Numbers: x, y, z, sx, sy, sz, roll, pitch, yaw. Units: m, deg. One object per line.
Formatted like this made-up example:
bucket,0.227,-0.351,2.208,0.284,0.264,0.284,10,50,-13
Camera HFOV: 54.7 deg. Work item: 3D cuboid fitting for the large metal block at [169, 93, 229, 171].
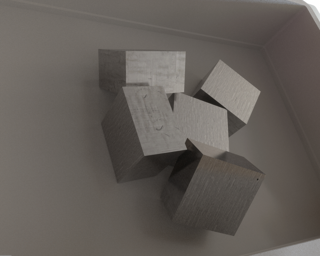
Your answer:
large metal block,0.042,0.008,0.408,0.081,0.050,0.080,18,55,-19

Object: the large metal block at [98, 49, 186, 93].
large metal block,-0.025,-0.073,0.394,0.081,0.080,0.050,-8,108,-31

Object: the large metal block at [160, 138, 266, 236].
large metal block,0.058,0.067,0.352,0.081,0.080,0.050,19,12,-19

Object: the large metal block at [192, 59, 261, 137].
large metal block,0.094,-0.043,0.467,0.080,0.050,0.080,38,51,-3

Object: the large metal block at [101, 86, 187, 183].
large metal block,-0.023,0.008,0.353,0.050,0.080,0.080,-6,65,-31
